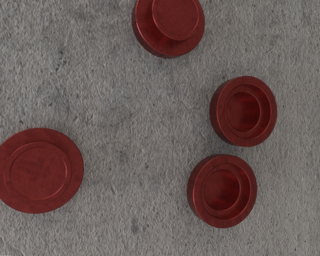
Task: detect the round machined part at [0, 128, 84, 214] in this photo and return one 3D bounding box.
[{"bbox_3d":[-0.136,0.048,0.350,0.099,0.042,0.097,0,90,-20],"label":"round machined part"}]

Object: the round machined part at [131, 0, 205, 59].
[{"bbox_3d":[0.016,-0.144,0.405,0.099,0.042,0.097,0,90,-20],"label":"round machined part"}]

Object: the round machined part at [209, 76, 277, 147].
[{"bbox_3d":[0.114,-0.023,0.442,0.099,0.042,0.097,0,90,-20],"label":"round machined part"}]

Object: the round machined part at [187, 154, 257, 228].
[{"bbox_3d":[0.081,0.084,0.430,0.099,0.042,0.097,0,90,-20],"label":"round machined part"}]
